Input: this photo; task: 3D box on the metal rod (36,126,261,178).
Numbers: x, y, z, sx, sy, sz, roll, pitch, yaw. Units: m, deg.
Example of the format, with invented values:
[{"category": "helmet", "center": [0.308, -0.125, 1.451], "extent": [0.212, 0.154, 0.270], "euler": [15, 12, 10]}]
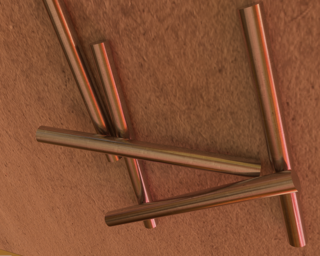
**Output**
[{"category": "metal rod", "center": [-0.025, 0.030, 0.409], "extent": [0.301, 0.025, 0.025], "euler": [8, 122, 13]}]

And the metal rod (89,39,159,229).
[{"category": "metal rod", "center": [-0.045, 0.026, 0.444], "extent": [0.025, 0.025, 0.298], "euler": [1, 119, 27]}]

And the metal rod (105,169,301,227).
[{"category": "metal rod", "center": [0.032, 0.102, 0.417], "extent": [0.299, 0.025, 0.025], "euler": [-22, 107, 36]}]

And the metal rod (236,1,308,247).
[{"category": "metal rod", "center": [0.131, 0.015, 0.346], "extent": [0.025, 0.025, 0.298], "euler": [-6, 116, 30]}]

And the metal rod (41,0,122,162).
[{"category": "metal rod", "center": [-0.109, -0.086, 0.408], "extent": [0.025, 0.025, 0.298], "euler": [-3, 117, 29]}]
